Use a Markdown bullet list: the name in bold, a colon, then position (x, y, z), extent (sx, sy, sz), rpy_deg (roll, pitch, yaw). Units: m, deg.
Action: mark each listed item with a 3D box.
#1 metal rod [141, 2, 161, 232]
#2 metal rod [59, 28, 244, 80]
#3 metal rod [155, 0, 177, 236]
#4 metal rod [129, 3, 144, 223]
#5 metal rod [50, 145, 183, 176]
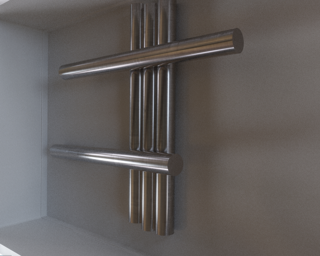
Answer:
- **metal rod**: position (-0.011, -0.014, 0.415), extent (0.025, 0.025, 0.298), rpy_deg (1, 91, 40)
- **metal rod**: position (-0.037, -0.088, 0.403), extent (0.300, 0.025, 0.025), rpy_deg (1, 91, 40)
- **metal rod**: position (0.008, -0.014, 0.398), extent (0.025, 0.025, 0.298), rpy_deg (1, 91, 40)
- **metal rod**: position (-0.030, -0.020, 0.431), extent (0.025, 0.025, 0.298), rpy_deg (1, 91, 40)
- **metal rod**: position (-0.085, 0.041, 0.452), extent (0.300, 0.025, 0.025), rpy_deg (0, 90, 47)
